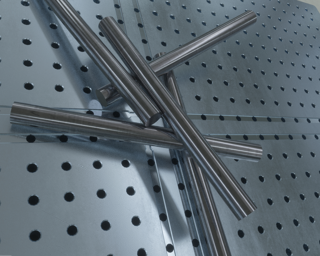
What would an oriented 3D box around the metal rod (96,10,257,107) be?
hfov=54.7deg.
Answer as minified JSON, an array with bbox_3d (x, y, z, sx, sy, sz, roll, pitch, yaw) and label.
[{"bbox_3d":[0.039,-0.112,0.457,0.302,0.025,0.025,-33,81,-26],"label":"metal rod"}]

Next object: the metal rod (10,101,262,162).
[{"bbox_3d":[-0.015,0.008,0.373,0.302,0.025,0.025,10,57,-15],"label":"metal rod"}]

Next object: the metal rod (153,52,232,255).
[{"bbox_3d":[0.037,0.023,0.415,0.025,0.025,0.299,0,62,-29],"label":"metal rod"}]

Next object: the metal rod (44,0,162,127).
[{"bbox_3d":[-0.098,-0.120,0.404,0.025,0.025,0.300,-26,68,-37],"label":"metal rod"}]

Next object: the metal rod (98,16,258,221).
[{"bbox_3d":[0.010,-0.025,0.372,0.025,0.025,0.299,-22,67,-36],"label":"metal rod"}]
